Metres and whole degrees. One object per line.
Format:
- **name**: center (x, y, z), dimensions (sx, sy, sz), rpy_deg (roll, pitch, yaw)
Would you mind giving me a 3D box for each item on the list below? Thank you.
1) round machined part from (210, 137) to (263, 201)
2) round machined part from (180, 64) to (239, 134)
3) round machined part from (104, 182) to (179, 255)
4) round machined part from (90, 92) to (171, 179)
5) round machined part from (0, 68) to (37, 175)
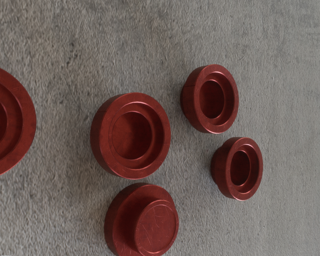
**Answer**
- **round machined part**: center (0.118, 0.063, 0.493), dimensions (0.099, 0.042, 0.097), rpy_deg (0, 90, -40)
- **round machined part**: center (0.068, -0.041, 0.450), dimensions (0.099, 0.042, 0.097), rpy_deg (0, 90, -40)
- **round machined part**: center (-0.015, 0.119, 0.381), dimensions (0.099, 0.042, 0.097), rpy_deg (0, 90, -40)
- **round machined part**: center (-0.038, 0.009, 0.362), dimensions (0.099, 0.042, 0.097), rpy_deg (0, 90, -40)
- **round machined part**: center (-0.161, -0.005, 0.259), dimensions (0.099, 0.042, 0.097), rpy_deg (0, 90, -40)
